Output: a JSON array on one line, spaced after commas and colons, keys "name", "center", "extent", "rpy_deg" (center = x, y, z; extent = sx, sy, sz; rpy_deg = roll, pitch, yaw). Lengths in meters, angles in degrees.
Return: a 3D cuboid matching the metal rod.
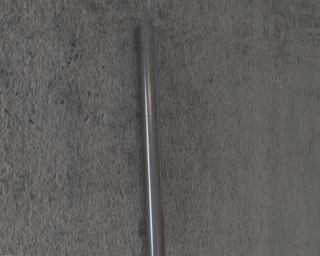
[{"name": "metal rod", "center": [-0.011, 0.023, 0.394], "extent": [0.025, 0.025, 0.298], "rpy_deg": [-4, 93, -40]}]
